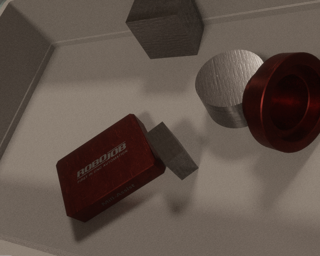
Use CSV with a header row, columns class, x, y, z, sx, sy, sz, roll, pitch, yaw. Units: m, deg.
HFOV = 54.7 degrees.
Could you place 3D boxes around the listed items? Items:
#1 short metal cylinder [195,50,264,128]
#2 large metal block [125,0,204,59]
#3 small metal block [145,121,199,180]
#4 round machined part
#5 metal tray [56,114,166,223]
class,x,y,z,sx,sy,sz,roll,pitch,yaw
short metal cylinder,0.089,-0.046,0.371,0.080,0.050,0.080,-13,56,20
large metal block,0.010,-0.150,0.456,0.080,0.080,0.050,2,63,29
small metal block,0.015,0.027,0.364,0.025,0.050,0.050,-38,51,3
round machined part,0.124,-0.027,0.316,0.098,0.098,0.042,-53,29,-9
metal tray,-0.068,0.051,0.406,0.130,0.030,0.090,-33,52,6
